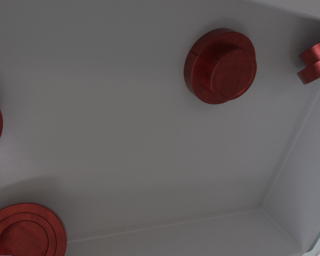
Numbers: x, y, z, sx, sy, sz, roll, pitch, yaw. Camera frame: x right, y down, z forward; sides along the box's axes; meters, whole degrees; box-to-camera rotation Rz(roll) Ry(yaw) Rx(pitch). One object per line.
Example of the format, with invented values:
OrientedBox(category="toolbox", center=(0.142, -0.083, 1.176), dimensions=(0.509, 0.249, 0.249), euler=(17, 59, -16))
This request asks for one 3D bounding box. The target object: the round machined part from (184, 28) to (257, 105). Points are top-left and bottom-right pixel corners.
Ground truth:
OrientedBox(category="round machined part", center=(0.084, -0.074, 0.397), dimensions=(0.099, 0.042, 0.097), euler=(-14, 124, -21))

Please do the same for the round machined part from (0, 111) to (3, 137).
OrientedBox(category="round machined part", center=(-0.197, -0.001, 0.272), dimensions=(0.098, 0.042, 0.097), euler=(-42, 151, -30))

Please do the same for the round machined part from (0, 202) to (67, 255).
OrientedBox(category="round machined part", center=(-0.163, 0.140, 0.373), dimensions=(0.099, 0.042, 0.098), euler=(3, 78, -13))

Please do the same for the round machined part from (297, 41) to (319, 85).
OrientedBox(category="round machined part", center=(0.241, -0.105, 0.441), dimensions=(0.098, 0.098, 0.042), euler=(-30, 86, -9))
